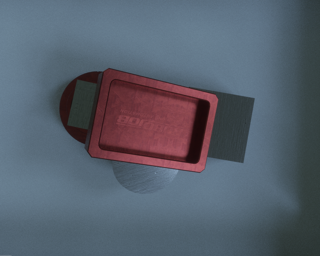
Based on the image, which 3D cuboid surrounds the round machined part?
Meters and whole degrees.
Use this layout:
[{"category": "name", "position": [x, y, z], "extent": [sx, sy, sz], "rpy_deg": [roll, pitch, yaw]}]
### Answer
[{"category": "round machined part", "position": [-0.081, -0.025, 0.400], "extent": [0.099, 0.042, 0.097], "rpy_deg": [0, 90, -1]}]

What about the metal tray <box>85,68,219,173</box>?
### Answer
[{"category": "metal tray", "position": [-0.007, -0.005, 0.337], "extent": [0.131, 0.030, 0.089], "rpy_deg": [11, 90, -20]}]

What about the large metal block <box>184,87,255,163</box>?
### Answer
[{"category": "large metal block", "position": [0.068, -0.004, 0.397], "extent": [0.080, 0.050, 0.080], "rpy_deg": [10, 90, -1]}]

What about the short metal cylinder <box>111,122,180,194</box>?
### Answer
[{"category": "short metal cylinder", "position": [-0.020, 0.034, 0.385], "extent": [0.081, 0.050, 0.079], "rpy_deg": [-3, 104, -12]}]

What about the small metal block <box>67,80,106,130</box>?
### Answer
[{"category": "small metal block", "position": [-0.081, -0.025, 0.354], "extent": [0.025, 0.050, 0.050], "rpy_deg": [12, 90, 0]}]
